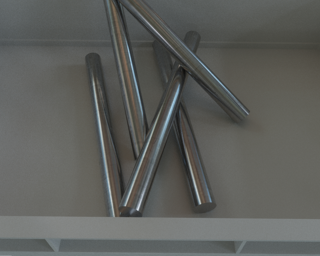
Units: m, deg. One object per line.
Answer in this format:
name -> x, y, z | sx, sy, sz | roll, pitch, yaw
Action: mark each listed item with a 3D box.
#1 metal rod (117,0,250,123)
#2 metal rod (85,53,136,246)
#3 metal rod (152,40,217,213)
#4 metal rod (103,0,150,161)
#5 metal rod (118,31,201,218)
metal rod -> 0.008, -0.121, 0.411 | 0.300, 0.025, 0.025 | 45, 58, -4
metal rod -> -0.072, 0.001, 0.402 | 0.025, 0.025, 0.300 | -10, 51, -9
metal rod -> 0.024, -0.027, 0.428 | 0.025, 0.025, 0.300 | -7, 50, -6
metal rod -> -0.050, -0.105, 0.410 | 0.025, 0.025, 0.299 | -10, 77, -9
metal rod -> 0.011, -0.029, 0.397 | 0.025, 0.025, 0.300 | 12, 52, 10
